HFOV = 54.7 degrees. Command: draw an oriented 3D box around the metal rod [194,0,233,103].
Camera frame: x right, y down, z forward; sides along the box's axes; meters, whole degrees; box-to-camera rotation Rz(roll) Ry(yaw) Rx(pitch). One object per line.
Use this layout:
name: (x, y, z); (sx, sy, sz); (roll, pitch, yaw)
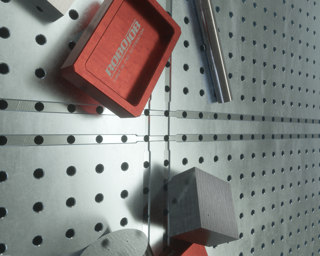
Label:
metal rod: (0.066, -0.183, 0.463); (0.025, 0.025, 0.298); (-25, 106, -37)

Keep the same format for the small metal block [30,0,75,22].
small metal block: (-0.111, -0.148, 0.316); (0.050, 0.025, 0.050); (39, 66, -33)

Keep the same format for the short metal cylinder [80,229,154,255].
short metal cylinder: (-0.044, 0.156, 0.337); (0.081, 0.080, 0.050); (-29, 109, -36)

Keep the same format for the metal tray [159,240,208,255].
metal tray: (0.017, 0.218, 0.421); (0.131, 0.030, 0.090); (-31, 110, -36)

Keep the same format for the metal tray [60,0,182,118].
metal tray: (-0.036, -0.087, 0.342); (0.090, 0.030, 0.130); (38, 67, -34)

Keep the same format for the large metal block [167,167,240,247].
large metal block: (0.057, 0.109, 0.421); (0.080, 0.050, 0.080); (29, 44, -36)

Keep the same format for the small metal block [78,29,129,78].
small metal block: (-0.064, -0.083, 0.355); (0.050, 0.025, 0.050); (-3, 92, -40)
